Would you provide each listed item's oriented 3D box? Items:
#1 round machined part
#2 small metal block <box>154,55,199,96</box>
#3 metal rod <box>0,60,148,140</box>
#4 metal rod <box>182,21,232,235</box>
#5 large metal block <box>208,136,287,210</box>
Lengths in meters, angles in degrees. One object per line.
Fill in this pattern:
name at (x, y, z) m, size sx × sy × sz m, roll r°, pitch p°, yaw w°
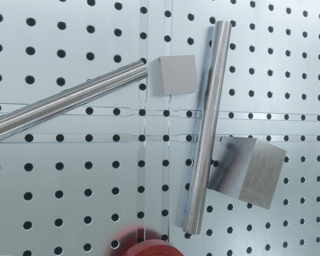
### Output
round machined part at (-0.013, 0.193, 0.400) m, size 0.099 × 0.042 × 0.097 m, roll 0°, pitch 90°, yaw -21°
small metal block at (0.022, -0.071, 0.422) m, size 0.050 × 0.025 × 0.050 m, roll -8°, pitch 93°, yaw -20°
metal rod at (-0.150, -0.014, 0.357) m, size 0.302 × 0.025 × 0.025 m, roll -27°, pitch 99°, yaw -18°
metal rod at (0.068, -0.003, 0.438) m, size 0.025 × 0.025 × 0.298 m, roll 11°, pitch 86°, yaw -20°
large metal block at (0.116, 0.058, 0.428) m, size 0.050 × 0.080 × 0.080 m, roll 22°, pitch 83°, yaw -19°
